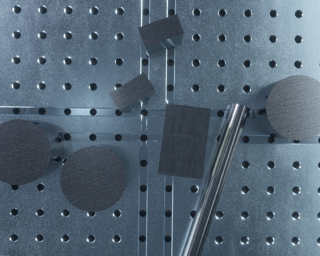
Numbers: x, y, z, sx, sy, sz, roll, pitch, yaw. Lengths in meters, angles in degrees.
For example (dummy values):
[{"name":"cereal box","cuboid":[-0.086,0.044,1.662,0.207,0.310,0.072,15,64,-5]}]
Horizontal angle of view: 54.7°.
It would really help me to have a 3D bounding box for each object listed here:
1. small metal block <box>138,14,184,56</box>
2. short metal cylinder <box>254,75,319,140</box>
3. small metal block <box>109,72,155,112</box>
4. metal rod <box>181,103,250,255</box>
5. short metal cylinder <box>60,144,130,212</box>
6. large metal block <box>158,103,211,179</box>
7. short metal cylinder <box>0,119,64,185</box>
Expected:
[{"name":"small metal block","cuboid":[0.001,-0.119,0.401,0.050,0.050,0.025,-20,90,0]},{"name":"short metal cylinder","cuboid":[0.170,-0.025,0.402,0.081,0.050,0.080,0,90,0]},{"name":"small metal block","cuboid":[-0.034,-0.044,0.400,0.050,0.050,0.025,-32,90,0]},{"name":"metal rod","cuboid":[0.061,0.113,0.413,0.025,0.025,0.299,18,90,0]},{"name":"short metal cylinder","cuboid":[-0.081,0.062,0.400,0.081,0.050,0.080,0,90,0]},{"name":"large metal block","cuboid":[0.027,0.015,0.386,0.050,0.080,0.080,7,90,0]},{"name":"short metal cylinder","cuboid":[-0.172,0.029,0.399,0.081,0.050,0.080,0,90,0]}]
